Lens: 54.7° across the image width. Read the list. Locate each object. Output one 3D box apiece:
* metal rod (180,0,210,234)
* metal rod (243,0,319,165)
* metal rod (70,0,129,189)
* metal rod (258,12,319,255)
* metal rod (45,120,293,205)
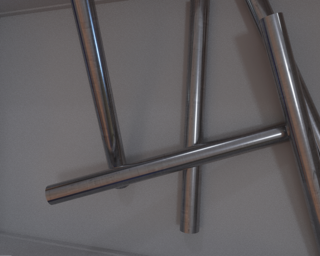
[{"bbox_3d":[0.044,-0.018,0.394,0.025,0.025,0.298,3,91,20],"label":"metal rod"},{"bbox_3d":[0.161,-0.026,0.353,0.025,0.025,0.299,-23,83,18],"label":"metal rod"},{"bbox_3d":[-0.073,-0.057,0.371,0.025,0.025,0.298,1,116,20],"label":"metal rod"},{"bbox_3d":[0.157,0.027,0.334,0.025,0.025,0.298,-15,93,19],"label":"metal rod"},{"bbox_3d":[0.007,0.043,0.372,0.301,0.025,0.025,-16,85,6],"label":"metal rod"}]
